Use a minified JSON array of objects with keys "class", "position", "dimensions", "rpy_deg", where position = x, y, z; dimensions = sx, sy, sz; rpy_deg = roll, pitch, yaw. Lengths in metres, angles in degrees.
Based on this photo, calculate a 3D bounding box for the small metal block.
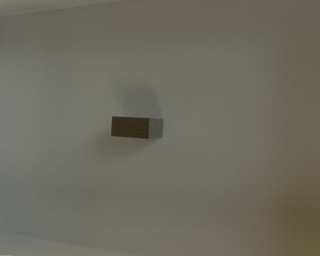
[{"class":"small metal block","position":[-0.028,-0.001,0.403],"dimensions":[0.050,0.050,0.025],"rpy_deg":[3,91,19]}]
